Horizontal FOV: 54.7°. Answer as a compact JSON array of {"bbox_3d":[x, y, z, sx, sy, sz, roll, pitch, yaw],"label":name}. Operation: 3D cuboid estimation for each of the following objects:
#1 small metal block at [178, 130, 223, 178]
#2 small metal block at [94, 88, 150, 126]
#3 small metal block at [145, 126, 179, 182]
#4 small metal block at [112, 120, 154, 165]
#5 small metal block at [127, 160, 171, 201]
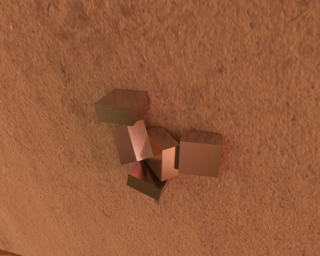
[{"bbox_3d":[0.051,0.033,0.392,0.050,0.025,0.050,6,122,7],"label":"small metal block"},{"bbox_3d":[-0.047,-0.028,0.397,0.050,0.050,0.025,8,122,23],"label":"small metal block"},{"bbox_3d":[0.002,0.033,0.409,0.050,0.025,0.050,45,142,48],"label":"small metal block"},{"bbox_3d":[-0.038,0.020,0.416,0.050,0.025,0.050,-21,84,57],"label":"small metal block"},{"bbox_3d":[-0.011,0.066,0.435,0.050,0.050,0.025,24,132,13],"label":"small metal block"}]
